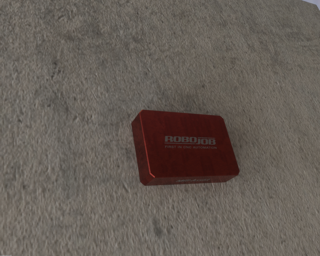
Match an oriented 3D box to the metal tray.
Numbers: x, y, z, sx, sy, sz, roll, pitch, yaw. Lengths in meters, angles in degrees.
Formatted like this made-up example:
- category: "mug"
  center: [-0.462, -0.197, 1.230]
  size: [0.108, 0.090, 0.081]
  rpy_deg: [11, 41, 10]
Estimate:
- category: "metal tray"
  center: [0.034, 0.026, 0.405]
  size: [0.131, 0.030, 0.090]
  rpy_deg: [3, 60, -27]
